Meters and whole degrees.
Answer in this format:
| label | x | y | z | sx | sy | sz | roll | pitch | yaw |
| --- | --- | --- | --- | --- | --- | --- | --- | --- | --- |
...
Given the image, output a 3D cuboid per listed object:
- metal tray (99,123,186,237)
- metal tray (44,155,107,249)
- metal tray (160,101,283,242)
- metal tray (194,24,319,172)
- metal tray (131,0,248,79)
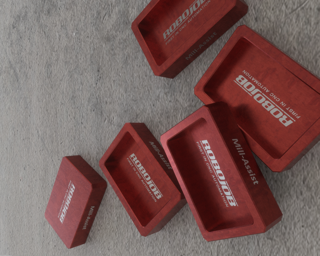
| label | x | y | z | sx | sy | sz | roll | pitch | yaw |
| --- | --- | --- | --- | --- | --- | --- | --- | --- | --- |
| metal tray | -0.024 | 0.066 | 0.421 | 0.130 | 0.030 | 0.090 | 52 | 120 | 27 |
| metal tray | -0.145 | 0.123 | 0.522 | 0.090 | 0.030 | 0.129 | 35 | 112 | 34 |
| metal tray | 0.058 | 0.048 | 0.329 | 0.090 | 0.030 | 0.130 | -37 | 73 | 50 |
| metal tray | 0.105 | -0.031 | 0.314 | 0.130 | 0.030 | 0.089 | 50 | 119 | 28 |
| metal tray | 0.029 | -0.133 | 0.377 | 0.130 | 0.030 | 0.090 | -38 | 67 | 33 |
